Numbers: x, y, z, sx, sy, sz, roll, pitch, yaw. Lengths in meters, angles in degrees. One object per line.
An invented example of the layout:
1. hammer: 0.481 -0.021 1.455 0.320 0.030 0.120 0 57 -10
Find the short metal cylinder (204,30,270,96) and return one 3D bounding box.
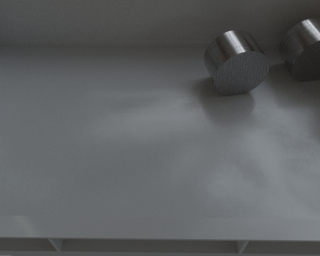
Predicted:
1. short metal cylinder: 0.110 -0.093 0.448 0.081 0.080 0.050 -9 51 -7

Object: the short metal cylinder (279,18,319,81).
1. short metal cylinder: 0.230 -0.117 0.469 0.081 0.080 0.050 -7 51 -6
